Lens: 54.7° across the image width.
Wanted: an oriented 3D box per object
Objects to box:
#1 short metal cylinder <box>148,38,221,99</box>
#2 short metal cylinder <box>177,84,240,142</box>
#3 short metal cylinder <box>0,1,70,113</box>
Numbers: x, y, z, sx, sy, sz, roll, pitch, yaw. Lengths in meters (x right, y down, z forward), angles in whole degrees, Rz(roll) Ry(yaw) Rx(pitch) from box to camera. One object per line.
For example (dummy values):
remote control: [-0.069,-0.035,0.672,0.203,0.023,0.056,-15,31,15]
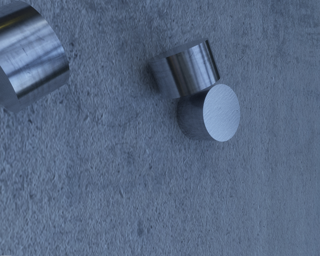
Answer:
short metal cylinder: [0.031,-0.076,0.395,0.081,0.080,0.050,-35,112,-35]
short metal cylinder: [0.071,-0.021,0.448,0.081,0.050,0.080,0,90,-40]
short metal cylinder: [-0.124,-0.060,0.264,0.050,0.080,0.080,-41,115,-32]
